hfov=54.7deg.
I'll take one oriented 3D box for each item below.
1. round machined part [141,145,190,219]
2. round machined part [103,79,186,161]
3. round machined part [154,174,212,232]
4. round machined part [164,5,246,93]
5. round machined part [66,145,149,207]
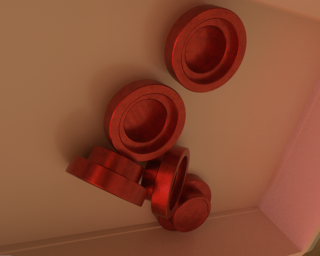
[{"bbox_3d":[0.006,0.069,0.421,0.098,0.042,0.097,13,91,-74],"label":"round machined part"},{"bbox_3d":[-0.021,-0.012,0.374,0.099,0.042,0.097,-14,120,-25],"label":"round machined part"},{"bbox_3d":[0.042,0.125,0.492,0.099,0.042,0.097,-13,119,-23],"label":"round machined part"},{"bbox_3d":[0.049,-0.095,0.366,0.099,0.042,0.097,-14,124,-21],"label":"round machined part"},{"bbox_3d":[-0.058,0.054,0.371,0.098,0.098,0.042,38,70,-39],"label":"round machined part"}]
